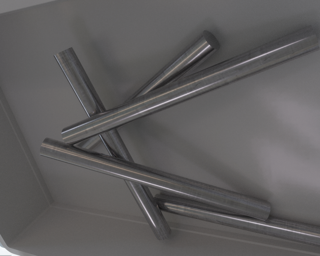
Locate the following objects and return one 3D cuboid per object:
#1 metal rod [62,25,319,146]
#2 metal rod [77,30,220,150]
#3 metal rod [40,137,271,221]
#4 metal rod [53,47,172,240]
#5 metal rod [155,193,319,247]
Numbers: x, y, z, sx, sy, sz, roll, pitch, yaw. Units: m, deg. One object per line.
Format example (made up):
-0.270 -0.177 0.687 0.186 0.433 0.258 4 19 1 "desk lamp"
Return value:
0.012 -0.036 0.342 0.300 0.025 0.025 -20 108 23 "metal rod"
-0.042 -0.024 0.415 0.025 0.025 0.299 49 129 -7 "metal rod"
-0.006 0.066 0.404 0.302 0.025 0.025 16 127 0 "metal rod"
-0.056 0.034 0.425 0.025 0.025 0.299 -14 112 34 "metal rod"
0.130 0.129 0.419 0.301 0.025 0.025 6 121 25 "metal rod"
